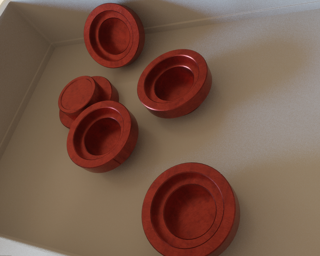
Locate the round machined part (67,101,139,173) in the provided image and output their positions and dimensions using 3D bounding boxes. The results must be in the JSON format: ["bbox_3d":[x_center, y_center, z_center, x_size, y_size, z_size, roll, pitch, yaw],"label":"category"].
[{"bbox_3d":[-0.073,0.015,0.420,0.098,0.042,0.098,-11,60,20],"label":"round machined part"}]

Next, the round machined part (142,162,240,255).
[{"bbox_3d":[0.034,0.089,0.322,0.098,0.042,0.098,-13,56,20],"label":"round machined part"}]

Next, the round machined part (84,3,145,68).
[{"bbox_3d":[-0.069,-0.147,0.498,0.098,0.042,0.097,6,108,20],"label":"round machined part"}]

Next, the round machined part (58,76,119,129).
[{"bbox_3d":[-0.117,-0.042,0.480,0.098,0.042,0.098,-13,56,20],"label":"round machined part"}]

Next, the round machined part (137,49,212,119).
[{"bbox_3d":[0.022,-0.054,0.415,0.098,0.042,0.098,-13,56,20],"label":"round machined part"}]
